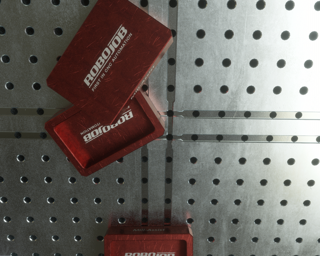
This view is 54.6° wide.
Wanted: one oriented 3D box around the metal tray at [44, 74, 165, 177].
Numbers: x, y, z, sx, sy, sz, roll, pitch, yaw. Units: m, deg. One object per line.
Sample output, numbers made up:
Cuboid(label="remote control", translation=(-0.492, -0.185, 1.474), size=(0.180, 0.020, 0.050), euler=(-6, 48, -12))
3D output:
Cuboid(label="metal tray", translation=(-0.070, -0.004, 0.408), size=(0.130, 0.030, 0.090), euler=(-29, 108, 10))

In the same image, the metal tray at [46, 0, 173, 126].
Cuboid(label="metal tray", translation=(-0.057, -0.078, 0.359), size=(0.090, 0.030, 0.130), euler=(36, 96, 1))

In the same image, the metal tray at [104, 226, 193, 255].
Cuboid(label="metal tray", translation=(-0.016, 0.198, 0.470), size=(0.131, 0.030, 0.089), euler=(-1, 94, 0))
